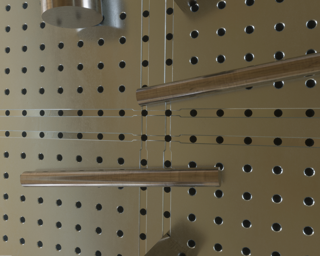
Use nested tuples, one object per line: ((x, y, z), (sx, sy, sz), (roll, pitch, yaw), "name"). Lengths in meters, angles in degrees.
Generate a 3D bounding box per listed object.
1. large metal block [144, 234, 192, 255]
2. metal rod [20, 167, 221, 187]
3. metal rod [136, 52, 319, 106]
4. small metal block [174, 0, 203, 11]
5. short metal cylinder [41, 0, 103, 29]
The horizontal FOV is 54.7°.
((-0.007, 0.191, 0.385), (0.050, 0.080, 0.080), (35, 101, 16), "large metal block")
((-0.067, 0.070, 0.435), (0.301, 0.025, 0.025), (-4, 89, 19), "metal rod")
((0.113, -0.063, 0.372), (0.301, 0.025, 0.025), (-9, 87, 19), "metal rod")
((0.039, -0.177, 0.385), (0.050, 0.050, 0.025), (-24, 82, 18), "small metal block")
((-0.121, -0.175, 0.425), (0.080, 0.080, 0.050), (-5, 89, 19), "short metal cylinder")
